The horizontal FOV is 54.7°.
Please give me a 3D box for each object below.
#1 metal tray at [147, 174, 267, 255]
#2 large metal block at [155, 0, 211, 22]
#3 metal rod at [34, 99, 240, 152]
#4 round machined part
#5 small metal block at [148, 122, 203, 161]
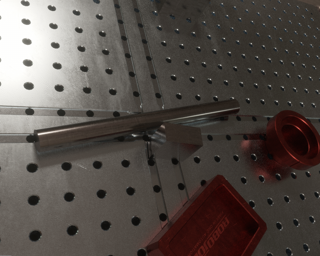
[{"bbox_3d":[0.060,0.127,0.361,0.090,0.030,0.131,48,51,5],"label":"metal tray"},{"bbox_3d":[0.035,-0.249,0.565,0.081,0.050,0.080,1,61,-28],"label":"large metal block"},{"bbox_3d":[-0.006,-0.010,0.412,0.303,0.025,0.025,-11,68,-33],"label":"metal rod"},{"bbox_3d":[0.210,0.023,0.499,0.099,0.042,0.098,14,56,-21],"label":"round machined part"},{"bbox_3d":[0.018,0.019,0.392,0.050,0.050,0.025,8,58,-24],"label":"small metal block"}]
